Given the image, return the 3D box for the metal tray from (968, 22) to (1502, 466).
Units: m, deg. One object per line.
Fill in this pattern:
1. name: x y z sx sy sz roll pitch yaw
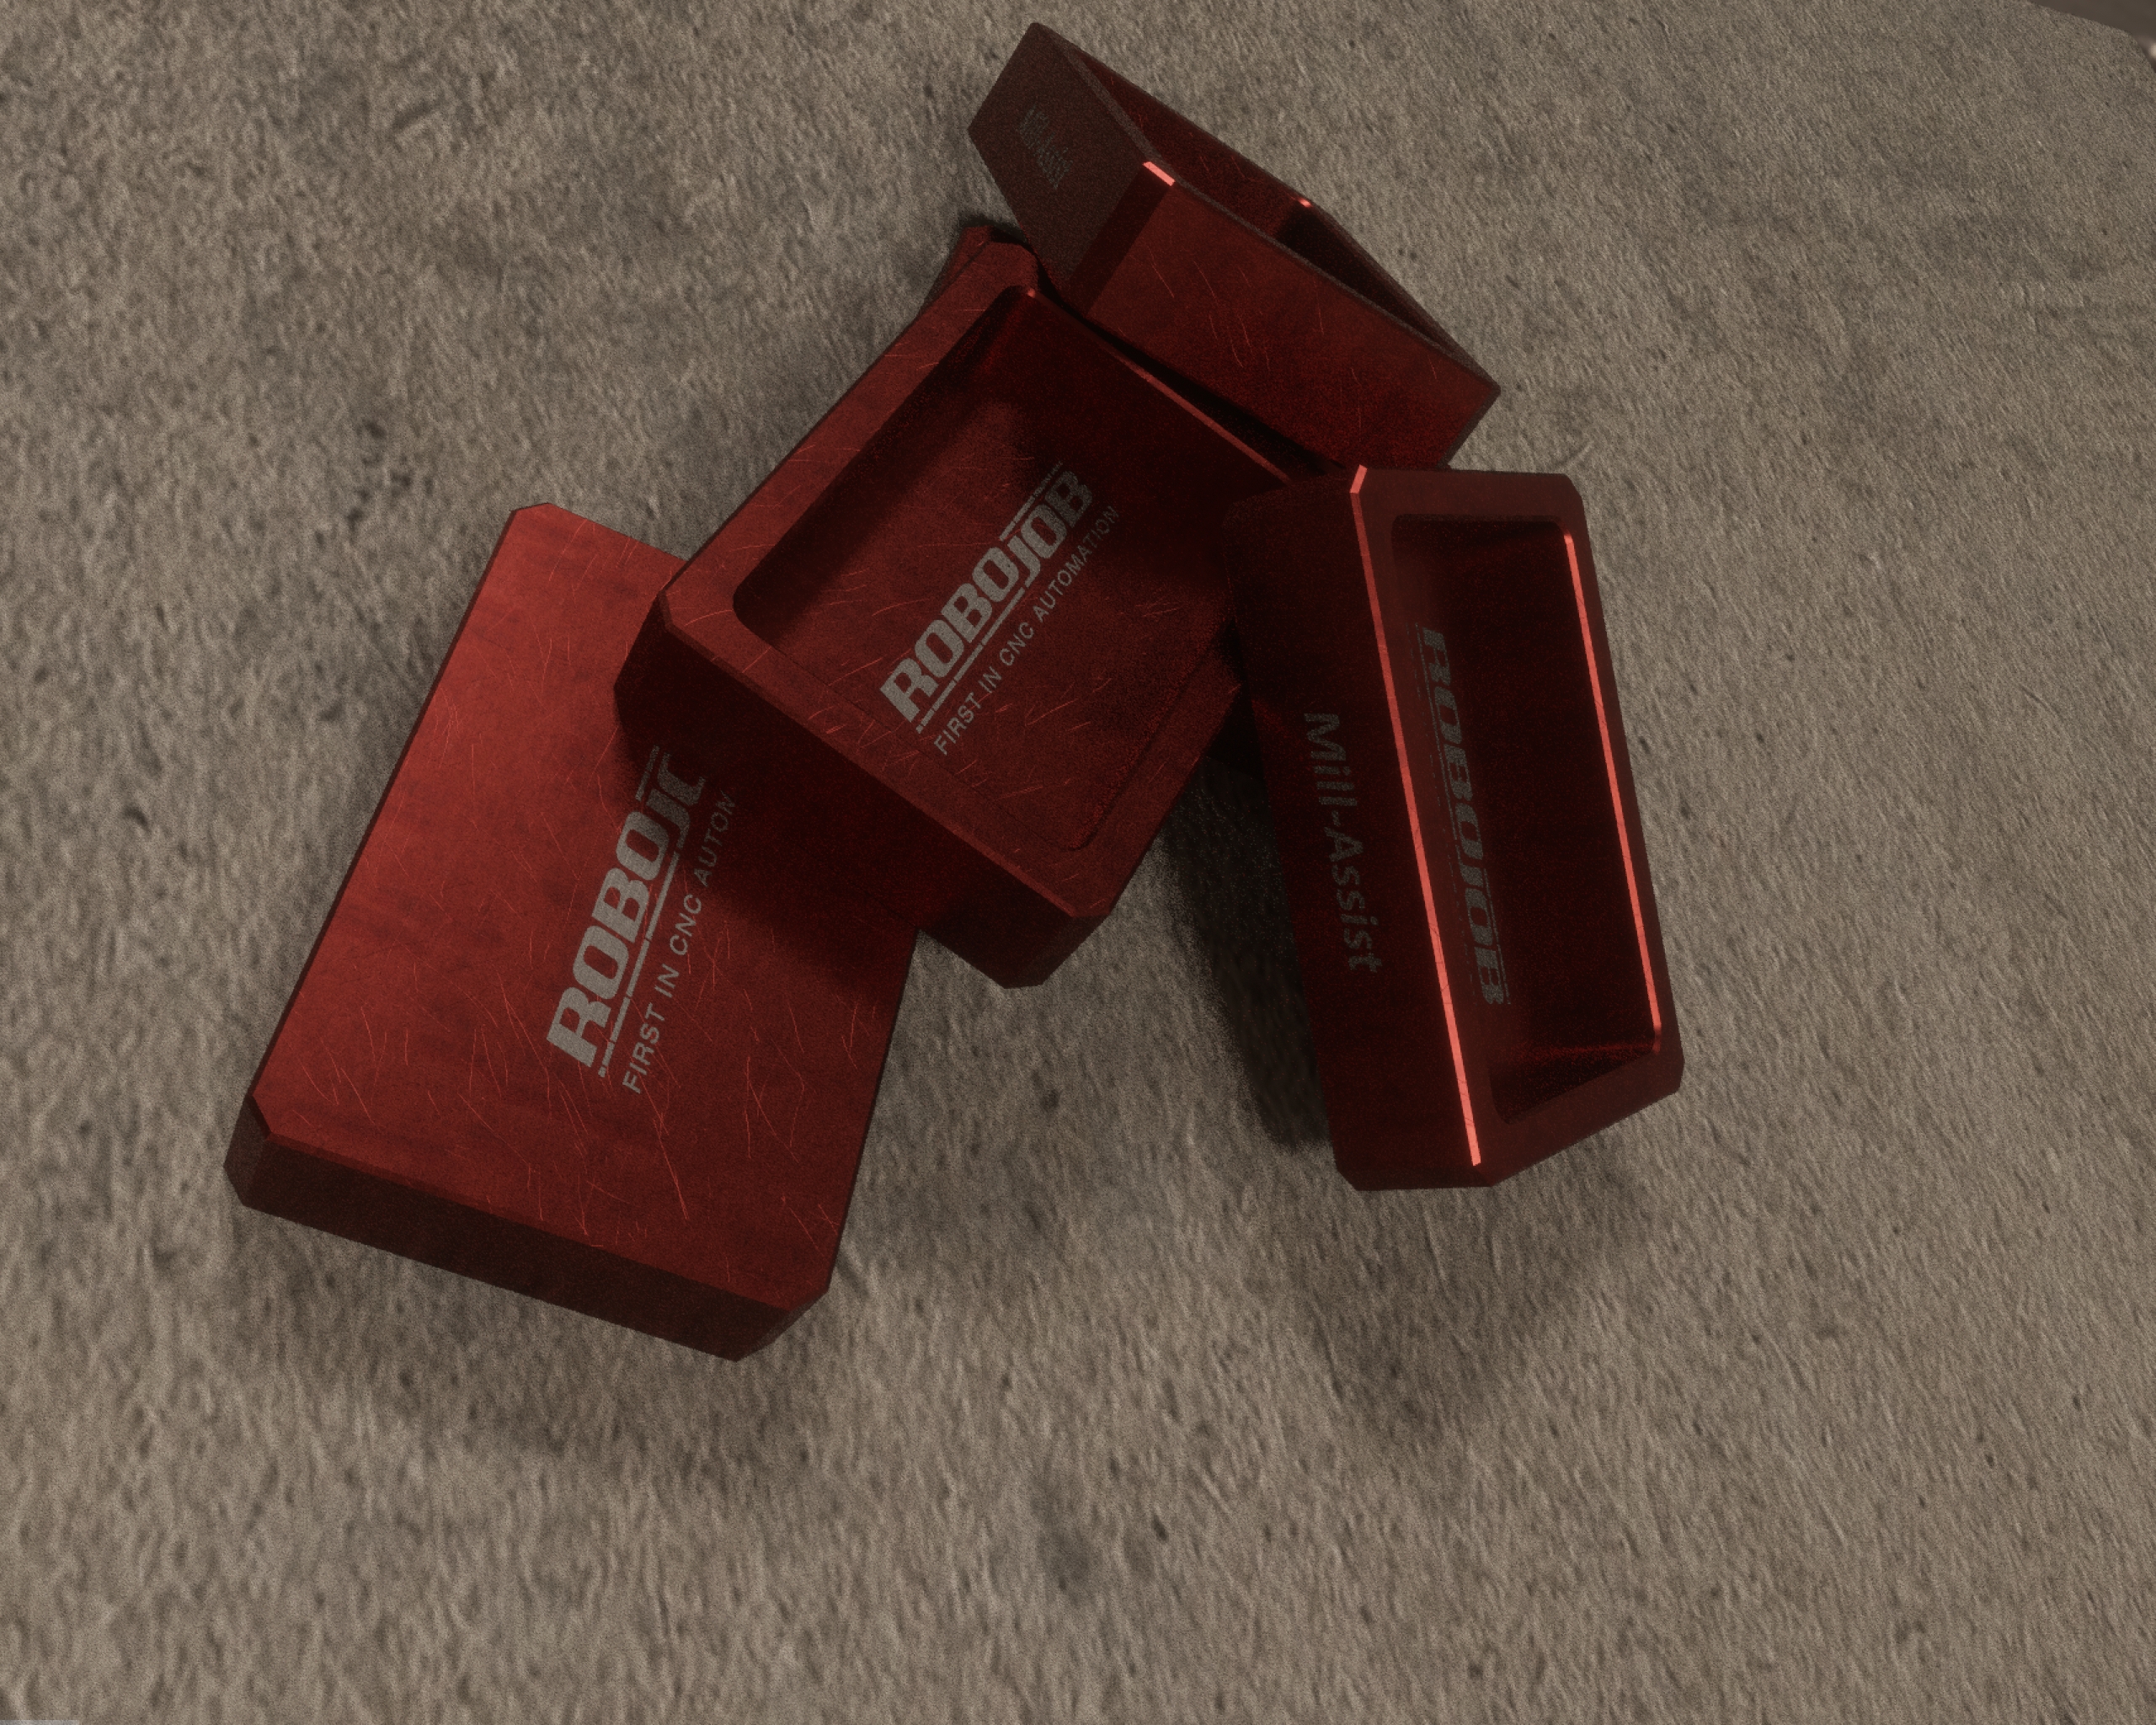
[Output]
1. metal tray: 0.030 -0.134 0.458 0.090 0.030 0.130 24 25 -26

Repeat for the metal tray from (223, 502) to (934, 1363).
1. metal tray: -0.075 0.009 0.356 0.091 0.030 0.130 22 53 -15

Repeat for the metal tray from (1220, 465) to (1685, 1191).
1. metal tray: 0.076 -0.010 0.407 0.091 0.030 0.129 -11 91 -50

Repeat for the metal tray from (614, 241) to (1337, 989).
1. metal tray: -0.012 -0.051 0.389 0.090 0.030 0.130 36 51 -5

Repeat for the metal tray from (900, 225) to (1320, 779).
1. metal tray: 0.019 -0.075 0.460 0.131 0.030 0.090 24 53 -14
